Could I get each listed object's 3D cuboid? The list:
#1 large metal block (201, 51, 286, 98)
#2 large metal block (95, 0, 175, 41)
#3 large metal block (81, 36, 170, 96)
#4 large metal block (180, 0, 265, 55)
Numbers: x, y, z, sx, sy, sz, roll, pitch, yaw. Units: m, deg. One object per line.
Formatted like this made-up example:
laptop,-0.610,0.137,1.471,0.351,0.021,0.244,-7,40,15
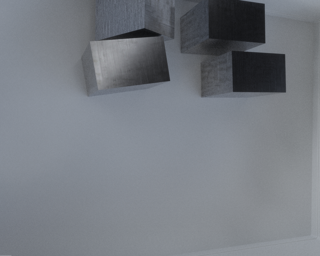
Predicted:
large metal block,0.111,-0.070,0.424,0.081,0.080,0.050,-2,91,-20
large metal block,-0.030,-0.143,0.363,0.050,0.080,0.079,1,90,-50
large metal block,-0.044,-0.070,0.366,0.081,0.080,0.050,-10,94,-20
large metal block,0.080,-0.131,0.412,0.081,0.080,0.050,-1,91,-20
